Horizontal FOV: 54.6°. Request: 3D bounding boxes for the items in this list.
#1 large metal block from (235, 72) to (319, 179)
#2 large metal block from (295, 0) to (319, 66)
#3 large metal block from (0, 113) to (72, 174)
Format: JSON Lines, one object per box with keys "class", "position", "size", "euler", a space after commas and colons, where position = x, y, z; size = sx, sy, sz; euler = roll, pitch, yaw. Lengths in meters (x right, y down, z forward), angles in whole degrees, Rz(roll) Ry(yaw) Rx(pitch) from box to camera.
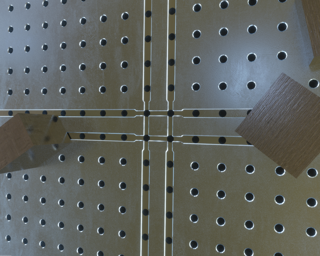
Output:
{"class": "large metal block", "position": [0.144, -0.003, 0.348], "size": [0.080, 0.050, 0.080], "euler": [40, 103, 15]}
{"class": "large metal block", "position": [0.196, -0.119, 0.330], "size": [0.080, 0.050, 0.080], "euler": [-12, 86, 19]}
{"class": "large metal block", "position": [-0.193, 0.022, 0.452], "size": [0.080, 0.080, 0.050], "euler": [-33, 79, 17]}
